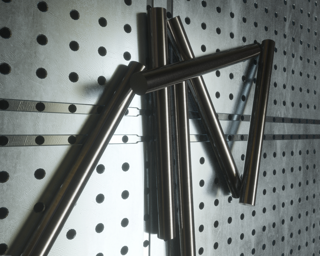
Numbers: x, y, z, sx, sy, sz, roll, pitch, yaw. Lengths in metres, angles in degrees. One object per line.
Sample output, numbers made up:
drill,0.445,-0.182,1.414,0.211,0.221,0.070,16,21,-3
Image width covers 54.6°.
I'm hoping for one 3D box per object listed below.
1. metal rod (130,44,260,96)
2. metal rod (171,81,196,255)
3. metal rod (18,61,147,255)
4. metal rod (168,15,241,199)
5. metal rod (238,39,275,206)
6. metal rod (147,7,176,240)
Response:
metal rod,0.071,-0.091,0.436,0.302,0.025,0.025,-26,107,-47
metal rod,0.033,0.071,0.435,0.025,0.025,0.298,-6,94,-40
metal rod,-0.089,0.052,0.334,0.025,0.025,0.300,40,66,-33
metal rod,0.073,-0.019,0.468,0.025,0.025,0.299,-38,113,-33
metal rod,0.168,-0.019,0.529,0.025,0.025,0.299,27,67,-37
metal rod,0.002,-0.004,0.409,0.025,0.025,0.298,-4,93,-40
